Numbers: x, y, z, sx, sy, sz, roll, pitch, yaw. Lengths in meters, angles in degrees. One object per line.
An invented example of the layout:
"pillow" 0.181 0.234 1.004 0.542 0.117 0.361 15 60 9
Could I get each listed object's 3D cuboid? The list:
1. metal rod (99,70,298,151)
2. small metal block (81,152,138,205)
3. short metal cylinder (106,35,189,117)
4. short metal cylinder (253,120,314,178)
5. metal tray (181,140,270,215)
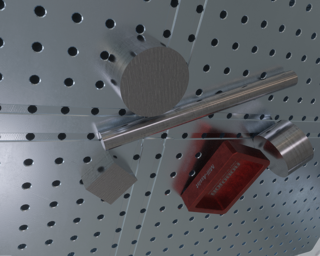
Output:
"metal rod" 0.065 -0.030 0.428 0.302 0.025 0.025 -19 126 -18
"small metal block" -0.068 0.068 0.417 0.050 0.025 0.050 -43 130 1
"short metal cylinder" -0.015 -0.059 0.350 0.081 0.050 0.079 -14 124 -21
"short metal cylinder" 0.199 0.033 0.505 0.050 0.080 0.080 -31 129 -9
"metal tray" 0.106 0.085 0.506 0.091 0.030 0.129 16 119 -35
